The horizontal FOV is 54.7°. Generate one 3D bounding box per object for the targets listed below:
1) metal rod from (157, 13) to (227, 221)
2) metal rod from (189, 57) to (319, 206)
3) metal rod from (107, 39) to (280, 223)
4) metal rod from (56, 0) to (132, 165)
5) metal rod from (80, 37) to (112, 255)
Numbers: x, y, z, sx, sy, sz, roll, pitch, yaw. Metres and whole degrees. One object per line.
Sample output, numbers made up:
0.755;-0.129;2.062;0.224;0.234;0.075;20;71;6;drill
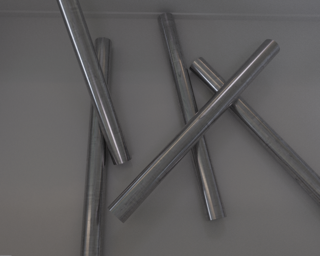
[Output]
0.038;-0.029;0.420;0.025;0.025;0.299;-11;70;-4;metal rod
0.146;0.018;0.403;0.025;0.025;0.300;-37;74;-12;metal rod
0.051;-0.007;0.384;0.025;0.025;0.301;41;75;13;metal rod
-0.093;-0.098;0.377;0.025;0.025;0.298;-19;97;-7;metal rod
-0.081;0.015;0.403;0.025;0.025;0.299;-1;70;0;metal rod
